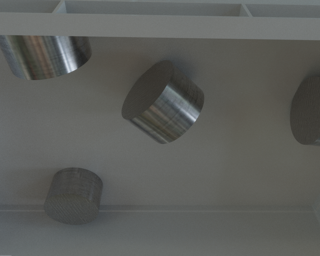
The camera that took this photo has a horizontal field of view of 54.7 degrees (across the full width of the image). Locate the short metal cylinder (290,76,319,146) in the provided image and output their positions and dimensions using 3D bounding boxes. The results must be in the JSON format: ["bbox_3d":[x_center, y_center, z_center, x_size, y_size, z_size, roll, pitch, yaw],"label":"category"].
[{"bbox_3d":[0.197,-0.017,0.361,0.050,0.080,0.079,6,130,-6],"label":"short metal cylinder"}]

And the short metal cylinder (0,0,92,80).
[{"bbox_3d":[-0.111,-0.089,0.296,0.080,0.080,0.050,-5,130,3],"label":"short metal cylinder"}]

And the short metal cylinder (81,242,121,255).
[{"bbox_3d":[-0.122,0.274,0.627,0.081,0.050,0.079,-1,130,0],"label":"short metal cylinder"}]

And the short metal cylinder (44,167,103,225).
[{"bbox_3d":[-0.133,0.107,0.482,0.081,0.050,0.079,0,130,0],"label":"short metal cylinder"}]

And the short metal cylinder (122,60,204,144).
[{"bbox_3d":[0.002,-0.029,0.348,0.080,0.080,0.050,-37,121,27],"label":"short metal cylinder"}]
